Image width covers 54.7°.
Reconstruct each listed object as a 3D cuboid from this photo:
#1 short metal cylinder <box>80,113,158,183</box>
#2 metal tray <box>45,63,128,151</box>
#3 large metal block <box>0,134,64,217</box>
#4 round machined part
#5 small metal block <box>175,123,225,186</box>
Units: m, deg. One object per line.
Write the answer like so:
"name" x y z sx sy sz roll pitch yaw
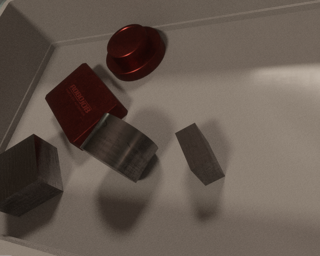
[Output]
"short metal cylinder" -0.050 0.025 0.380 0.080 0.080 0.050 23 74 36
"metal tray" -0.119 -0.037 0.486 0.090 0.030 0.130 -42 51 -1
"large metal block" -0.193 0.069 0.447 0.080 0.050 0.080 -30 52 8
"round machined part" -0.044 -0.126 0.494 0.098 0.042 0.098 -13 56 20
"small metal block" 0.045 0.030 0.347 0.025 0.050 0.050 -29 52 10
